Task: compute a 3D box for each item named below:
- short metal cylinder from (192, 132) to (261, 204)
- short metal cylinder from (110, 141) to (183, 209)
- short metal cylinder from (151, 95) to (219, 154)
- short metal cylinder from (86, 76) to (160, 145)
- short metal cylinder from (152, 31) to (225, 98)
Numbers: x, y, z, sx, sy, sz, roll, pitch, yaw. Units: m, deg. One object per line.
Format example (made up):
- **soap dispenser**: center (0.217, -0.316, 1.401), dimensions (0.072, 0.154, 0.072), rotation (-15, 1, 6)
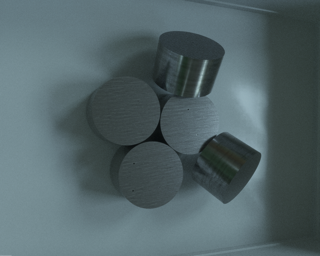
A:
- **short metal cylinder**: center (0.088, 0.052, 0.408), dimensions (0.080, 0.050, 0.080), rotation (-35, 145, -29)
- **short metal cylinder**: center (-0.018, 0.055, 0.390), dimensions (0.081, 0.050, 0.079), rotation (0, 90, -21)
- **short metal cylinder**: center (0.029, -0.007, 0.407), dimensions (0.081, 0.050, 0.079), rotation (0, 90, -21)
- **short metal cylinder**: center (-0.046, -0.020, 0.379), dimensions (0.081, 0.050, 0.079), rotation (0, 90, -21)
- **short metal cylinder**: center (0.034, -0.081, 0.386), dimensions (0.081, 0.080, 0.050), rotation (-3, 130, -20)
